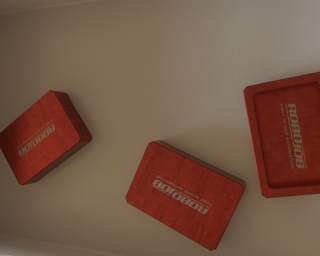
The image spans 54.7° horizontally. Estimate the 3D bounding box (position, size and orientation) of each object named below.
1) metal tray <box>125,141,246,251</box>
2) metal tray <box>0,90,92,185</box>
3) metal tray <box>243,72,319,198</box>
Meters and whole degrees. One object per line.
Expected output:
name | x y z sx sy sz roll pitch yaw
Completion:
metal tray | 0.031 0.082 0.396 0.130 0.030 0.089 25 98 17
metal tray | -0.177 0.016 0.469 0.130 0.030 0.090 -36 79 16
metal tray | 0.152 0.009 0.354 0.090 0.030 0.129 -10 87 19
